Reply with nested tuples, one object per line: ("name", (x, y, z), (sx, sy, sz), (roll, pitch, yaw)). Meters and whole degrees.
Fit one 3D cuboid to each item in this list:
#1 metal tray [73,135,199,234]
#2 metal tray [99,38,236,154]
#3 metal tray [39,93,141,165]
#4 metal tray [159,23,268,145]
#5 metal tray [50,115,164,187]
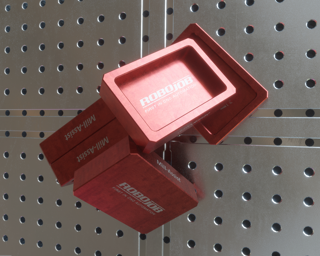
("metal tray", (-0.026, 0.074, 0.371), (0.090, 0.130, 0.030), (-34, 38, 17))
("metal tray", (0.011, -0.041, 0.348), (0.131, 0.030, 0.090), (-31, 76, -29))
("metal tray", (-0.078, 0.000, 0.404), (0.130, 0.090, 0.030), (-34, 79, 16))
("metal tray", (0.057, -0.054, 0.388), (0.090, 0.030, 0.130), (-45, 77, 14))
("metal tray", (-0.062, 0.025, 0.397), (0.130, 0.090, 0.030), (-34, 79, 16))
